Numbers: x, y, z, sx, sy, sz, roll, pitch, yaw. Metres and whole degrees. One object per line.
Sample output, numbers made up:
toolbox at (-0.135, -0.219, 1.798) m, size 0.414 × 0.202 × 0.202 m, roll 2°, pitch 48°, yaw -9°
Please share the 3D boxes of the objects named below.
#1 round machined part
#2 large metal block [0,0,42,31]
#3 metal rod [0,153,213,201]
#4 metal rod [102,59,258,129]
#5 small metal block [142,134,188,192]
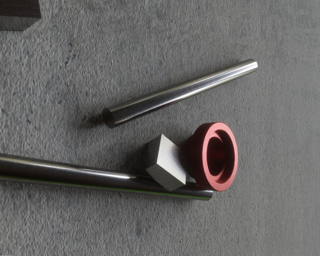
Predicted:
round machined part at (0.071, 0.041, 0.449) m, size 0.099 × 0.042 × 0.097 m, roll 6°, pitch 81°, yaw -48°
large metal block at (-0.155, -0.128, 0.259) m, size 0.081 × 0.050 × 0.079 m, roll -13°, pitch 98°, yaw -40°
metal rod at (-0.043, 0.065, 0.370) m, size 0.302 × 0.025 × 0.025 m, roll 16°, pitch 80°, yaw -39°
metal rod at (0.050, -0.060, 0.448) m, size 0.302 × 0.025 × 0.025 m, roll -24°, pitch 106°, yaw -38°
small metal block at (0.008, 0.044, 0.396) m, size 0.050 × 0.025 × 0.050 m, roll 40°, pitch 37°, yaw -25°
